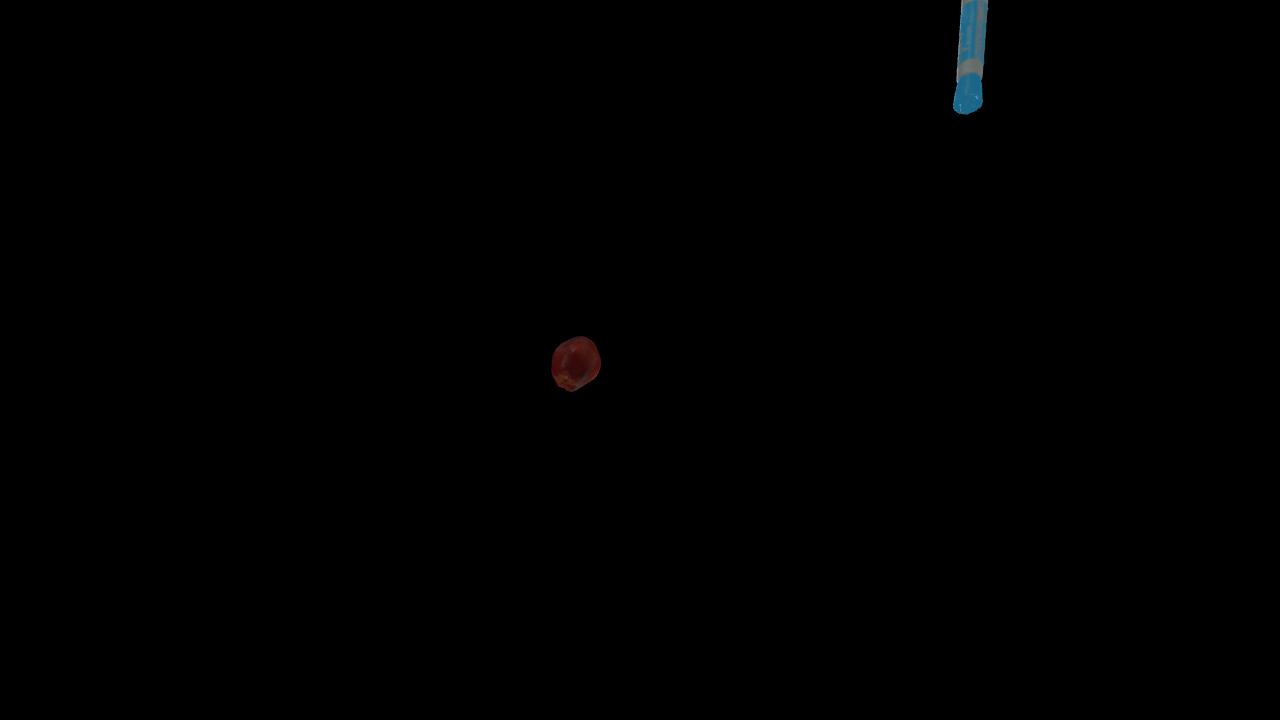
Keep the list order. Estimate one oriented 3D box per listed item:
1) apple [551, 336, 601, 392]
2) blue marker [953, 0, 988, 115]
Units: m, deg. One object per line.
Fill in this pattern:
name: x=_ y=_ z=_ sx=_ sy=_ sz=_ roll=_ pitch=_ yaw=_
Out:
apple: x=-0.103 y=0.005 z=0.988 sx=0.079 sy=0.079 sz=0.093 roll=0 pitch=38 yaw=29
blue marker: x=0.247 y=-0.230 z=0.458 sx=0.020 sy=0.121 sz=0.020 roll=14 pitch=-23 yaw=6
